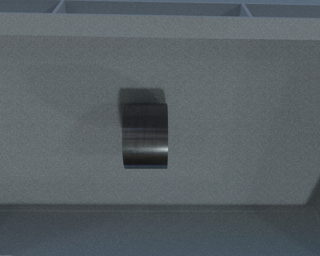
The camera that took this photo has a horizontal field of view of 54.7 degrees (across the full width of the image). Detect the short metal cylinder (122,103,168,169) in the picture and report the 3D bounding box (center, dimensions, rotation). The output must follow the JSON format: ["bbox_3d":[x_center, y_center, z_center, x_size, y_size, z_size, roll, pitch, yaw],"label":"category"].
[{"bbox_3d":[-0.017,0.010,0.378,0.050,0.080,0.079,0,130,-1],"label":"short metal cylinder"}]
